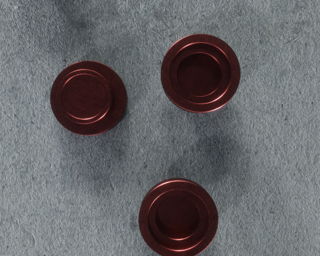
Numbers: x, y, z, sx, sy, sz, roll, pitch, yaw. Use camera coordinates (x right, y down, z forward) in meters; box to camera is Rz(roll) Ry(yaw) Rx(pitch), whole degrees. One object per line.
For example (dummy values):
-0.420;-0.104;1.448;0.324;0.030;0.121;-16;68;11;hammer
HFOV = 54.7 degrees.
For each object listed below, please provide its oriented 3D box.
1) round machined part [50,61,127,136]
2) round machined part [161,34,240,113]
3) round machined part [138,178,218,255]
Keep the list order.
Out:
-0.093;-0.039;0.401;0.099;0.042;0.097;0;90;0;round machined part
0.050;-0.068;0.402;0.099;0.042;0.097;0;90;0;round machined part
0.023;0.113;0.402;0.099;0.042;0.097;0;90;0;round machined part
